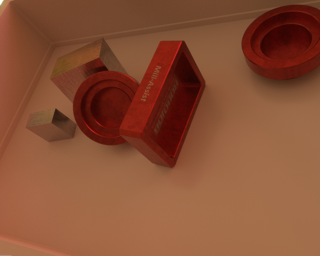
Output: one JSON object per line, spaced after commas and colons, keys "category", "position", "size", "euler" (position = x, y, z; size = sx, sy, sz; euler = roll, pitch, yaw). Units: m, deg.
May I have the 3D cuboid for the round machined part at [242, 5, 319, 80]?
{"category": "round machined part", "position": [0.153, -0.098, 0.374], "size": [0.098, 0.042, 0.098], "euler": [-13, 56, 20]}

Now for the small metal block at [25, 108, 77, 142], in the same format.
{"category": "small metal block", "position": [-0.166, -0.003, 0.477], "size": [0.050, 0.050, 0.025], "euler": [-9, 58, 23]}

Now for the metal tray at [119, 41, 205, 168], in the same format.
{"category": "metal tray", "position": [0.009, -0.028, 0.375], "size": [0.030, 0.090, 0.130], "euler": [10, 66, 32]}

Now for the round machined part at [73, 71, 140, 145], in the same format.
{"category": "round machined part", "position": [-0.064, -0.028, 0.422], "size": [0.099, 0.042, 0.097], "euler": [1, 99, 4]}

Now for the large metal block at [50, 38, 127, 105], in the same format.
{"category": "large metal block", "position": [-0.100, -0.074, 0.461], "size": [0.080, 0.080, 0.050], "euler": [-19, 44, 17]}
